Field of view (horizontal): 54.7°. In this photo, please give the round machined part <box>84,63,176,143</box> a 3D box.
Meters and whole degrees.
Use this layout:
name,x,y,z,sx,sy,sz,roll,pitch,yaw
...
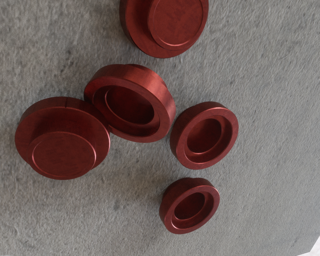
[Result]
name,x,y,z,sx,sy,sz,roll,pitch,yaw
round machined part,-0.029,-0.031,0.339,0.098,0.098,0.042,62,39,-39

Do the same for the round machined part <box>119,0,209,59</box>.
name,x,y,z,sx,sy,sz,roll,pitch,yaw
round machined part,0.011,-0.121,0.328,0.099,0.042,0.097,-14,125,-21

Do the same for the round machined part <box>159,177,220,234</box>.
name,x,y,z,sx,sy,sz,roll,pitch,yaw
round machined part,0.043,0.118,0.494,0.099,0.042,0.097,-14,125,-21

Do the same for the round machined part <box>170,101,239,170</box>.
name,x,y,z,sx,sy,sz,roll,pitch,yaw
round machined part,0.057,0.007,0.433,0.099,0.042,0.097,-14,125,-21

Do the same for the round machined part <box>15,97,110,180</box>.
name,x,y,z,sx,sy,sz,roll,pitch,yaw
round machined part,-0.104,0.018,0.334,0.099,0.042,0.097,-5,128,-7
